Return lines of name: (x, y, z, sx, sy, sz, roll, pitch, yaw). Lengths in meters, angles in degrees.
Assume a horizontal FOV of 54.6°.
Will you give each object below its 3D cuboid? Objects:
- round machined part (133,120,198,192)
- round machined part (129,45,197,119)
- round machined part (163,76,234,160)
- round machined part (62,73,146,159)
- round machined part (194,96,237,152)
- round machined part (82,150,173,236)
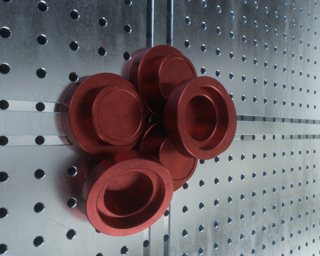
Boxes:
round machined part: (0.012, 0.038, 0.406, 0.099, 0.042, 0.097, 0, 90, -40)
round machined part: (0.012, -0.060, 0.407, 0.099, 0.042, 0.097, 0, 90, -40)
round machined part: (0.043, -0.012, 0.377, 0.099, 0.042, 0.097, 0, 90, -40)
round machined part: (-0.055, -0.014, 0.351, 0.099, 0.042, 0.097, 0, 90, -40)
round machined part: (0.065, -0.011, 0.450, 0.099, 0.042, 0.097, 0, 90, -40)
round machined part: (-0.038, 0.068, 0.348, 0.099, 0.042, 0.097, -10, 116, -21)
